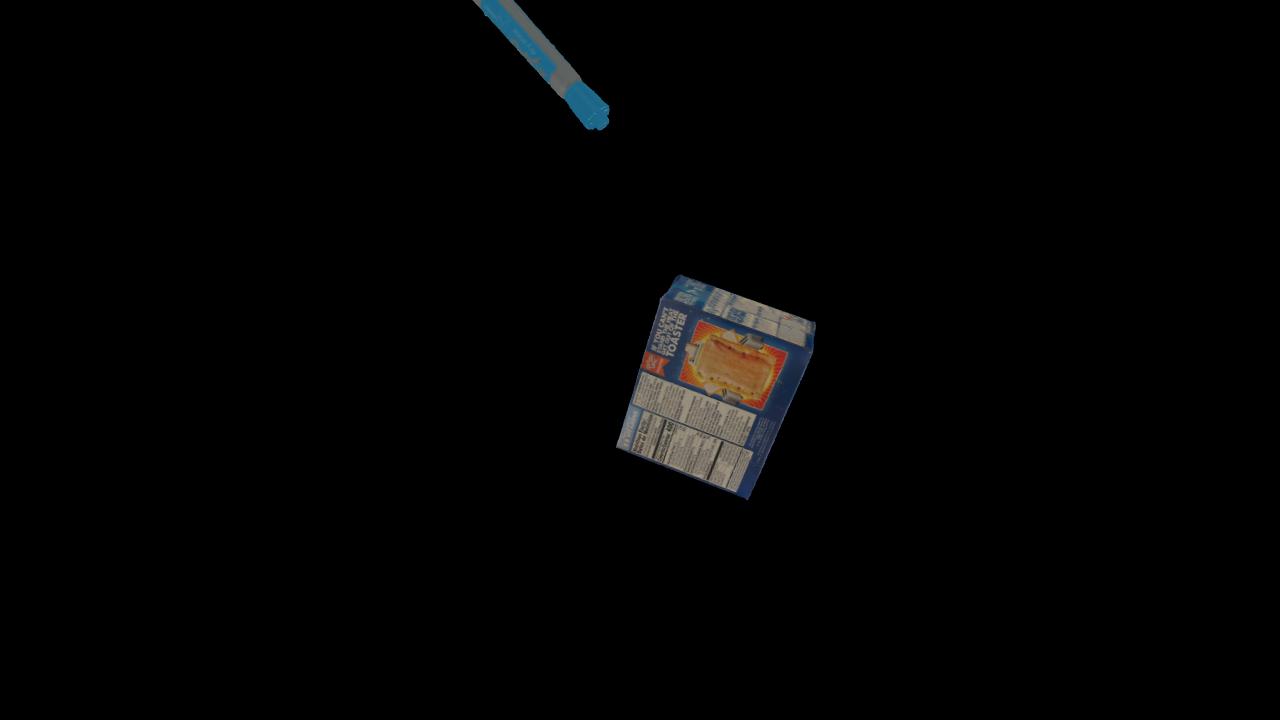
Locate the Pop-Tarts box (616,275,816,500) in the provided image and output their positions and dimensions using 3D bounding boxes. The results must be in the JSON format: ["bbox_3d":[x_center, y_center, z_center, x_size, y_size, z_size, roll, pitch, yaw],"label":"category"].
[{"bbox_3d":[0.072,0.025,0.596,0.141,0.167,0.083,20,25,8],"label":"Pop-Tarts box"}]

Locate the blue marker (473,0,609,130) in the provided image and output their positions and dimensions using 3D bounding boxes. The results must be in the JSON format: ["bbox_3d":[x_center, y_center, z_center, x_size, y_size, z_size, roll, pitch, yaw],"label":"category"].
[{"bbox_3d":[-0.061,-0.186,0.373,0.020,0.121,0.020,-40,-4,-4],"label":"blue marker"}]
